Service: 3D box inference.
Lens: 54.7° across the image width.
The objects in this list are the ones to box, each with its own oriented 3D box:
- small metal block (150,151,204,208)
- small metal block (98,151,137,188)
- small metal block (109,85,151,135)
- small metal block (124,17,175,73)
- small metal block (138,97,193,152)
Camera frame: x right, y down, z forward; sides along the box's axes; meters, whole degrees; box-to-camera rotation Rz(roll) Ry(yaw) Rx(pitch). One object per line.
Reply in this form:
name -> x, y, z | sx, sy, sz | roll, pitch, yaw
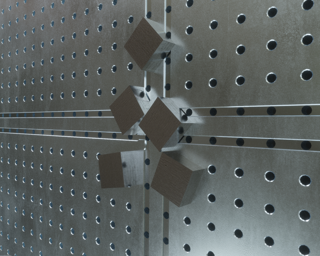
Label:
small metal block -> 0.021, 0.063, 0.390 | 0.050, 0.025, 0.050 | 29, 108, 36
small metal block -> -0.064, 0.062, 0.460 | 0.050, 0.025, 0.050 | -12, 83, 39
small metal block -> -0.039, -0.024, 0.440 | 0.050, 0.025, 0.050 | -41, 65, 32
small metal block -> -0.015, -0.112, 0.420 | 0.050, 0.025, 0.050 | -50, 61, 28
small metal block -> 0.006, -0.005, 0.402 | 0.050, 0.025, 0.050 | 50, 119, 28
